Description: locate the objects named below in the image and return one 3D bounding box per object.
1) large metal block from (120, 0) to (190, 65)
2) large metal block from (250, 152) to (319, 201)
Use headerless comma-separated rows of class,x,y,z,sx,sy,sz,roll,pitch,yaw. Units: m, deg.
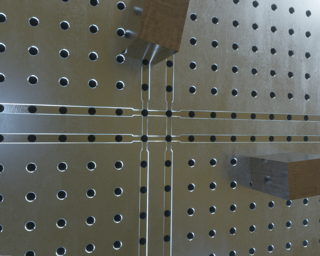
large metal block,-0.007,-0.130,0.380,0.050,0.080,0.080,13,86,-20
large metal block,0.191,0.067,0.453,0.081,0.080,0.050,-4,92,-20
